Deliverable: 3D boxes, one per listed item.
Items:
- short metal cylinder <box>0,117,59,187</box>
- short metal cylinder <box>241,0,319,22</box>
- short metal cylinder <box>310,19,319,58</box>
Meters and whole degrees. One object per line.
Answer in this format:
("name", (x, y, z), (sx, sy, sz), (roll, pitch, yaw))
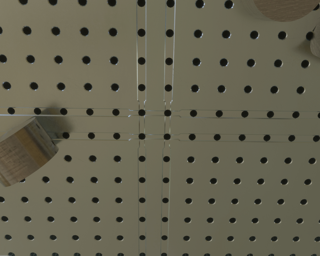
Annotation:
("short metal cylinder", (-0.178, 0.029, 0.392), (0.080, 0.080, 0.050), (-28, 108, 9))
("short metal cylinder", (0.134, -0.160, 0.343), (0.081, 0.050, 0.079), (0, 110, -1))
("short metal cylinder", (0.219, -0.108, 0.347), (0.050, 0.080, 0.079), (22, 109, -8))
